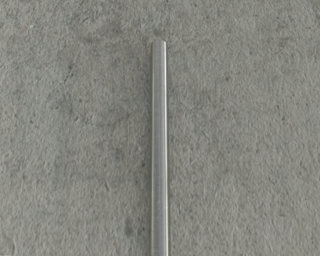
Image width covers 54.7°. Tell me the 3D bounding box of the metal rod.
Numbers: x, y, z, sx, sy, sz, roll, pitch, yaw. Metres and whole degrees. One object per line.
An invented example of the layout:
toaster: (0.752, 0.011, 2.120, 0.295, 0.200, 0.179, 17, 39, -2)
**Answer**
metal rod: (0.000, 0.020, 0.400, 0.025, 0.025, 0.299, 0, 70, 0)
